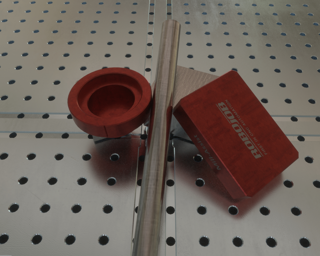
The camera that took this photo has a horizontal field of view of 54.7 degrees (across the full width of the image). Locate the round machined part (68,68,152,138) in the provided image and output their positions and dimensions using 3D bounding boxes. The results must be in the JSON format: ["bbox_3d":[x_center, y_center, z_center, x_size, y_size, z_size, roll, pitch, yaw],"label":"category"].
[{"bbox_3d":[-0.058,-0.026,0.378,0.099,0.042,0.098,-2,51,2],"label":"round machined part"}]

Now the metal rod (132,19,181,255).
[{"bbox_3d":[0.000,0.000,0.351,0.025,0.025,0.299,5,66,4],"label":"metal rod"}]

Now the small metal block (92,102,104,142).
[{"bbox_3d":[-0.072,-0.015,0.416,0.050,0.025,0.050,-17,52,-14],"label":"small metal block"}]

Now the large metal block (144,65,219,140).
[{"bbox_3d":[0.030,-0.036,0.417,0.080,0.050,0.080,18,52,14],"label":"large metal block"}]

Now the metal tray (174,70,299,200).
[{"bbox_3d":[0.088,0.006,0.363,0.091,0.030,0.130,-32,82,-23],"label":"metal tray"}]
